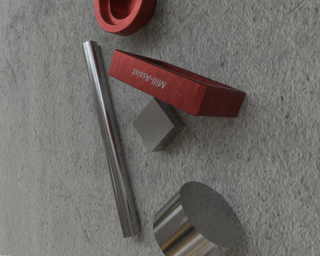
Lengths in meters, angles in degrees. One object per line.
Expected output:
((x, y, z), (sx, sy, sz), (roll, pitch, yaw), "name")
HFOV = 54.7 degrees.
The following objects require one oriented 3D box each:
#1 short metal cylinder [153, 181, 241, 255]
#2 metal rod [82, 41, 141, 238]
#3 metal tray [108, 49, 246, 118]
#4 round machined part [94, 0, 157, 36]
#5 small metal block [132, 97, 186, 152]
((0.040, 0.105, 0.335), (0.050, 0.081, 0.080), (-52, 60, 27), "short metal cylinder")
((-0.076, 0.009, 0.464), (0.025, 0.025, 0.299), (-23, 76, 37), "metal rod")
((0.017, -0.050, 0.346), (0.130, 0.091, 0.030), (29, 108, 36), "metal tray")
((-0.043, -0.176, 0.427), (0.098, 0.042, 0.097), (0, 90, 39), "round machined part")
((-0.002, -0.004, 0.405), (0.050, 0.025, 0.050), (-49, 61, 28), "small metal block")
